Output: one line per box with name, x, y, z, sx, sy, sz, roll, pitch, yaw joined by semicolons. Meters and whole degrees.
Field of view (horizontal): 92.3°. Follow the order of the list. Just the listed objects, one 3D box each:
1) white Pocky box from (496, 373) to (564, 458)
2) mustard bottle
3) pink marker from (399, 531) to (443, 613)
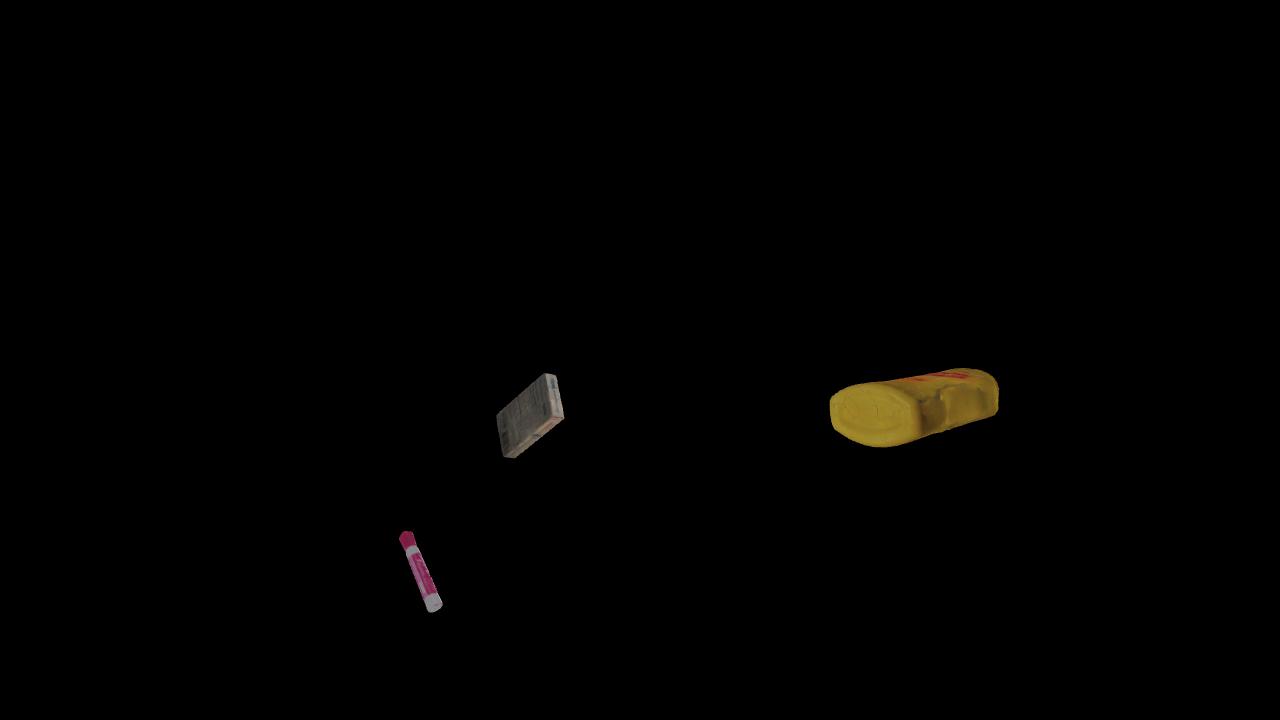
white Pocky box;-0.186;0.095;1.027;0.028;0.084;0.154;13;-40;-42
mustard bottle;0.265;0.037;0.553;0.184;0.054;0.092;-7;-4;-31
pink marker;-0.284;0.269;0.793;0.020;0.020;0.121;0;37;-43
